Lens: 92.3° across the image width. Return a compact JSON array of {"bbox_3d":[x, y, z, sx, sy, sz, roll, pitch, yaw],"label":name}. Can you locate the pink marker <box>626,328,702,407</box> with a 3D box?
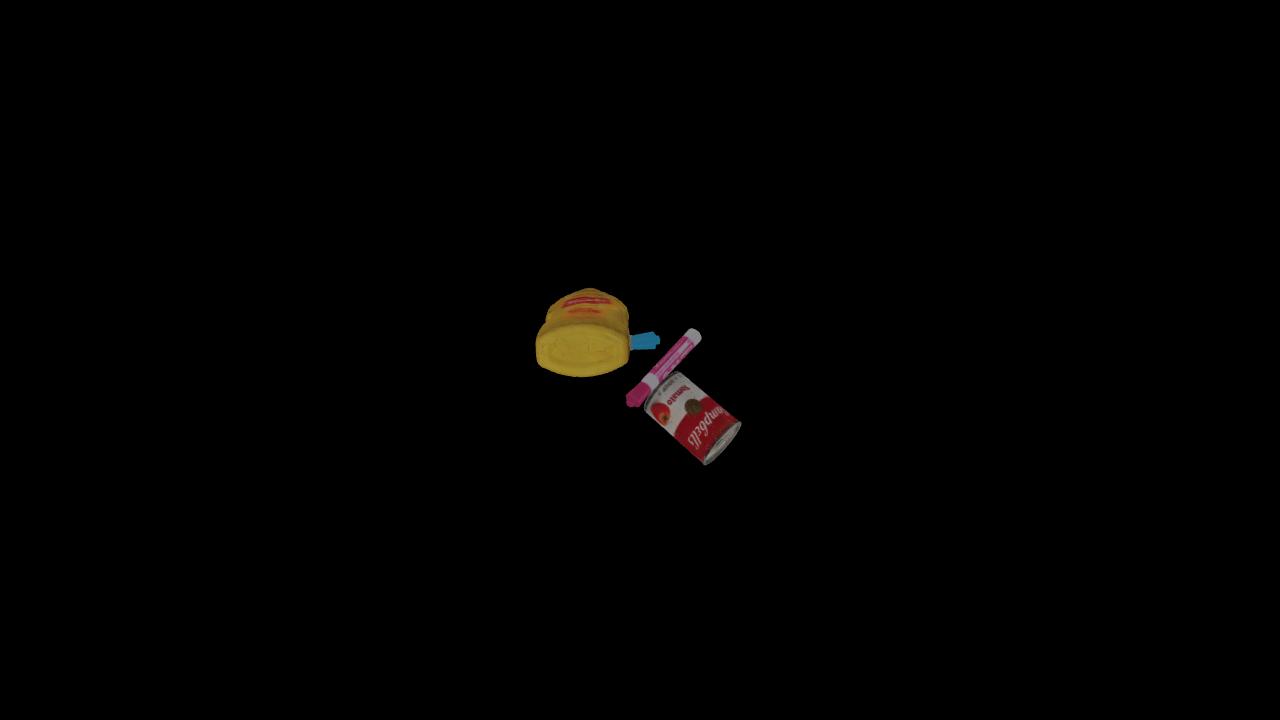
[{"bbox_3d":[0.026,0.009,0.669,0.020,0.020,0.121,0,39,52],"label":"pink marker"}]

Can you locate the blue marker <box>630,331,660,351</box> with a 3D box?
[{"bbox_3d":[-0.036,-0.016,0.664,0.121,0.020,0.020,-5,-2,20],"label":"blue marker"}]

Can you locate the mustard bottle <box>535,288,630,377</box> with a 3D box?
[{"bbox_3d":[-0.057,-0.039,0.658,0.092,0.054,0.184,-7,21,1],"label":"mustard bottle"}]

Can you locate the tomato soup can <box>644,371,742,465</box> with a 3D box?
[{"bbox_3d":[0.062,0.068,0.743,0.101,0.068,0.068,41,18,22],"label":"tomato soup can"}]
